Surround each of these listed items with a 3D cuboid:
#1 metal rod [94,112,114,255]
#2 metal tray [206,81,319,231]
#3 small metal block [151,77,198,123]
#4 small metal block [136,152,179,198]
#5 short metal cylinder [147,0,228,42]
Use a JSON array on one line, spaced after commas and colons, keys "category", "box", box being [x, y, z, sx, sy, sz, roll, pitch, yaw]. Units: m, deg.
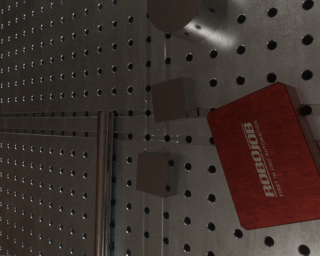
[{"category": "metal rod", "box": [-0.088, 0.125, 0.479, 0.025, 0.025, 0.298, 3, 92, 39]}, {"category": "metal tray", "box": [0.109, 0.030, 0.315, 0.090, 0.030, 0.129, -25, 74, 37]}, {"category": "small metal block", "box": [0.018, -0.034, 0.393, 0.050, 0.025, 0.050, -9, 84, 39]}, {"category": "small metal block", "box": [-0.004, 0.061, 0.411, 0.050, 0.025, 0.050, 7, 94, 39]}, {"category": "short metal cylinder", "box": [0.032, -0.148, 0.365, 0.080, 0.050, 0.079, 0, 90, 39]}]
